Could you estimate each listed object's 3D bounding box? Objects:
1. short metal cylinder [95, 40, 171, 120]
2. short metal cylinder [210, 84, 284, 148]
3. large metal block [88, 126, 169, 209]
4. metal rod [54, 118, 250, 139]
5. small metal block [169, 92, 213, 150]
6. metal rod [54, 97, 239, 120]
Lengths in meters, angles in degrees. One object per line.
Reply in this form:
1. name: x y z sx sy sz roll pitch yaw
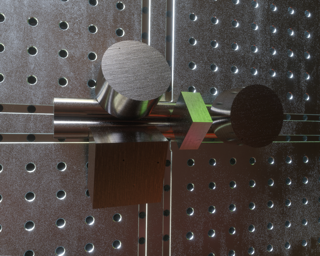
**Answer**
1. short metal cylinder: -0.033 -0.056 0.368 0.081 0.050 0.080 8 63 -17
2. short metal cylinder: 0.114 -0.015 0.411 0.081 0.050 0.079 0 90 -20
3. large metal block: -0.041 0.044 0.366 0.081 0.050 0.079 -1 111 -20
4. metal rod: 0.017 0.002 0.416 0.303 0.025 0.025 1 90 -20
5. small metal block: 0.036 -0.009 0.379 0.025 0.050 0.050 1 48 -20
6. metal rod: 0.017 -0.023 0.416 0.303 0.025 0.025 1 90 -20
